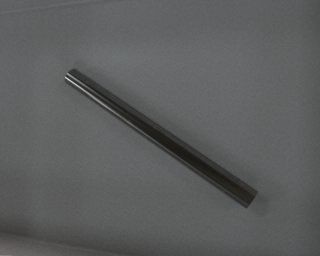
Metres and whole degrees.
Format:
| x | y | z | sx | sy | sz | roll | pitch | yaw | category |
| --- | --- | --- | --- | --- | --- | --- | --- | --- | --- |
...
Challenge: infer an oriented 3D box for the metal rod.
| x | y | z | sx | sy | sz | roll | pitch | yaw | category |
| --- | --- | --- | --- | --- | --- | --- | --- | --- | --- |
| -0.010 | 0.005 | 0.411 | 0.300 | 0.025 | 0.025 | 34 | 101 | 16 | metal rod |
